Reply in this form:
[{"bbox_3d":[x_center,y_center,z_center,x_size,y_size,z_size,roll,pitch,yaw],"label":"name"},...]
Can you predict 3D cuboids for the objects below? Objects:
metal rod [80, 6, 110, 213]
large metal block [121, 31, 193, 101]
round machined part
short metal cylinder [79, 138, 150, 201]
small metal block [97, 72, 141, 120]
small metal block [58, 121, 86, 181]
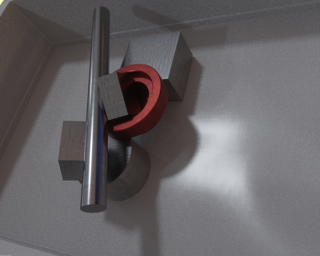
[{"bbox_3d":[-0.076,-0.047,0.381,0.025,0.025,0.299,-17,55,18],"label":"metal rod"},{"bbox_3d":[-0.006,-0.085,0.440,0.080,0.050,0.080,0,62,28],"label":"large metal block"},{"bbox_3d":[-0.034,-0.029,0.390,0.098,0.042,0.098,-13,56,20],"label":"round machined part"},{"bbox_3d":[-0.059,0.045,0.390,0.080,0.050,0.080,-13,56,20],"label":"short metal cylinder"},{"bbox_3d":[-0.047,-0.038,0.373,0.025,0.050,0.050,-15,90,16],"label":"small metal block"},{"bbox_3d":[-0.098,0.027,0.354,0.025,0.050,0.050,2,56,-10],"label":"small metal block"}]
